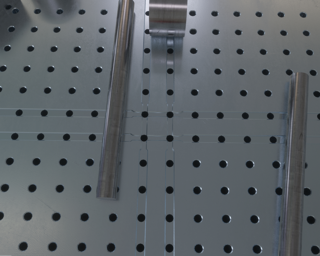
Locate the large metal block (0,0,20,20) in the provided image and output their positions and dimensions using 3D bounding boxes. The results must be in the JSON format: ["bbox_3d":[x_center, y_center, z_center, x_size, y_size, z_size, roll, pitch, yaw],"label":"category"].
[{"bbox_3d":[-0.280,-0.203,0.471,0.080,0.050,0.080,31,73,10],"label":"large metal block"}]

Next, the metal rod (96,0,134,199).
[{"bbox_3d":[-0.059,-0.054,0.430,0.025,0.025,0.299,3,70,1],"label":"metal rod"}]

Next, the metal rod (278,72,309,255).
[{"bbox_3d":[0.167,0.065,0.388,0.025,0.025,0.299,11,70,4],"label":"metal rod"}]

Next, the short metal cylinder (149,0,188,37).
[{"bbox_3d":[0.012,-0.173,0.446,0.050,0.080,0.080,2,70,1],"label":"short metal cylinder"}]
